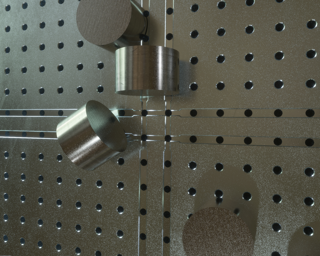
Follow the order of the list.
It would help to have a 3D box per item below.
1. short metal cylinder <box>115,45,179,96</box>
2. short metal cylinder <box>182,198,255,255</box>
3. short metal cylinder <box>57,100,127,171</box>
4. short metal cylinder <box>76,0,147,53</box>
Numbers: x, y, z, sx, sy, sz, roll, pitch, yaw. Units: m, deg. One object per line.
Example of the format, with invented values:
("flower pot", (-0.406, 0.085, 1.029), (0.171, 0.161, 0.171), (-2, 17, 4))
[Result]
("short metal cylinder", (-0.016, -0.069, 0.388), (0.080, 0.080, 0.050), (0, 90, 19))
("short metal cylinder", (0.073, 0.129, 0.373), (0.080, 0.050, 0.079), (0, 90, 19))
("short metal cylinder", (-0.089, 0.010, 0.414), (0.050, 0.080, 0.080), (-33, 80, 17))
("short metal cylinder", (-0.065, -0.147, 0.421), (0.080, 0.050, 0.079), (0, 90, 19))
